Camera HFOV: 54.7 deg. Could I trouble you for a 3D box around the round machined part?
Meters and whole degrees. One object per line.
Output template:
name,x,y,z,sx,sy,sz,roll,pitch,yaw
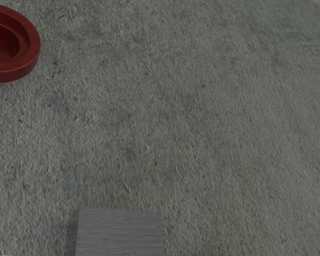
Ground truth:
round machined part,-0.189,-0.090,0.346,0.099,0.042,0.098,14,56,-21

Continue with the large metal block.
large metal block,-0.044,0.123,0.290,0.081,0.050,0.080,11,57,-23
